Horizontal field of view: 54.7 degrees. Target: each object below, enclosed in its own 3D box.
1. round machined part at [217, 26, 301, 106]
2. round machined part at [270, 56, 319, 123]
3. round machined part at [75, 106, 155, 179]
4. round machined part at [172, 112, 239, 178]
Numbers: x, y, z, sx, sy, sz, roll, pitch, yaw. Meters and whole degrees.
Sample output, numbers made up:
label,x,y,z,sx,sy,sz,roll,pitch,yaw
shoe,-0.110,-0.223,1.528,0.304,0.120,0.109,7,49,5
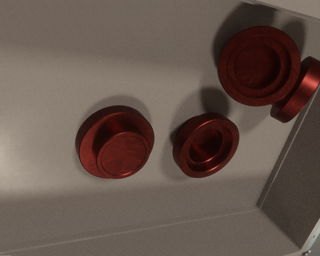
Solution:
label,x,y,z,sx,sy,sz,roll,pitch,yaw
round machined part,0.123,-0.079,0.399,0.099,0.042,0.097,1,105,6
round machined part,0.184,-0.059,0.442,0.042,0.098,0.097,30,106,5
round machined part,-0.051,0.025,0.386,0.099,0.042,0.097,-14,125,-21
round machined part,0.061,0.020,0.446,0.099,0.042,0.097,-14,125,-21
